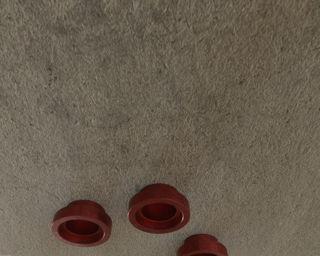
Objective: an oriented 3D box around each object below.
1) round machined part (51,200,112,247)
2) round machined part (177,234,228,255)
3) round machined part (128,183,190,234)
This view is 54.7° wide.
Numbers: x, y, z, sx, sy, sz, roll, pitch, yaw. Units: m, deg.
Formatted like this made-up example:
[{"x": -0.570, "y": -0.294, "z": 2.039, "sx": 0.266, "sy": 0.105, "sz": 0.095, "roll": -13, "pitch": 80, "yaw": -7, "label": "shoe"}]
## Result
[{"x": -0.131, "y": 0.160, "z": 0.531, "sx": 0.099, "sy": 0.042, "sz": 0.097, "roll": 0, "pitch": 130, "yaw": 0, "label": "round machined part"}, {"x": 0.081, "y": 0.242, "z": 0.603, "sx": 0.099, "sy": 0.042, "sz": 0.097, "roll": 0, "pitch": 130, "yaw": 0, "label": "round machined part"}, {"x": -0.002, "y": 0.127, "z": 0.504, "sx": 0.099, "sy": 0.042, "sz": 0.097, "roll": 0, "pitch": 130, "yaw": 0, "label": "round machined part"}]
